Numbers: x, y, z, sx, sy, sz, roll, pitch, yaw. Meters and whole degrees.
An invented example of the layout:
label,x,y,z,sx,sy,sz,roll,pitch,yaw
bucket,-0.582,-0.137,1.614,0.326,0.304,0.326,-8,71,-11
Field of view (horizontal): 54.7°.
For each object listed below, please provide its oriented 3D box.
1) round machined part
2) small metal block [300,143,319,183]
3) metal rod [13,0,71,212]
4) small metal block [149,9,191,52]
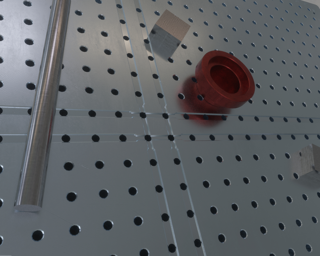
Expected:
label,x,y,z,sx,sy,sz,roll,pitch,yaw
round machined part,0.098,-0.072,0.494,0.099,0.042,0.098,14,56,-21
small metal block,0.263,0.061,0.513,0.050,0.025,0.050,24,53,-14
metal rod,-0.133,-0.053,0.368,0.025,0.025,0.299,11,57,-23
small metal block,0.017,-0.163,0.517,0.050,0.025,0.050,33,51,-7
